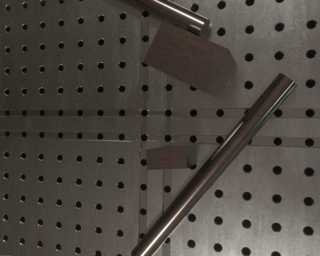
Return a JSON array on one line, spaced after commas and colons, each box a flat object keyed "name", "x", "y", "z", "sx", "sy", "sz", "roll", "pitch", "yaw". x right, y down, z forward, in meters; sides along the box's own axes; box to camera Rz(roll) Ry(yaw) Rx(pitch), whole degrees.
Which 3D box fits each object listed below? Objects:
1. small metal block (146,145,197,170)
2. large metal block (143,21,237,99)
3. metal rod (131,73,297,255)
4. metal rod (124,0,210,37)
[{"name": "small metal block", "x": 0.016, "y": 0.037, "z": 0.393, "sx": 0.050, "sy": 0.050, "sz": 0.025, "roll": -5, "pitch": 89, "yaw": 19}, {"name": "large metal block", "x": 0.039, "y": -0.077, "z": 0.369, "sx": 0.080, "sy": 0.080, "sz": 0.050, "roll": 29, "pitch": 99, "yaw": 17}, {"name": "metal rod", "x": 0.060, "y": 0.060, "z": 0.390, "sx": 0.025, "sy": 0.025, "sz": 0.299, "roll": 41, "pitch": 102, "yaw": 15}, {"name": "metal rod", "x": -0.066, "y": -0.202, "z": 0.434, "sx": 0.300, "sy": 0.025, "sz": 0.025, "roll": 32, "pitch": 100, "yaw": 16}]
